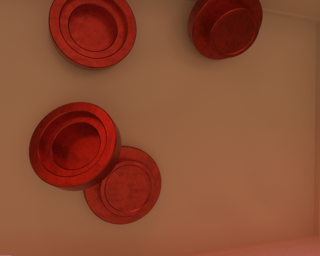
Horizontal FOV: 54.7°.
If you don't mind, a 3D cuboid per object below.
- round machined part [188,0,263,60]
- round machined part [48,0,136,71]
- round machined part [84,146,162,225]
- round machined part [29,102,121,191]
[{"bbox_3d":[0.090,-0.132,0.406,0.099,0.042,0.097,-11,135,-11],"label":"round machined part"},{"bbox_3d":[-0.081,-0.117,0.371,0.099,0.042,0.097,0,90,-20],"label":"round machined part"},{"bbox_3d":[-0.044,0.072,0.385,0.099,0.042,0.097,0,90,-20],"label":"round machined part"},{"bbox_3d":[-0.091,0.023,0.351,0.098,0.042,0.098,-3,67,8],"label":"round machined part"}]
